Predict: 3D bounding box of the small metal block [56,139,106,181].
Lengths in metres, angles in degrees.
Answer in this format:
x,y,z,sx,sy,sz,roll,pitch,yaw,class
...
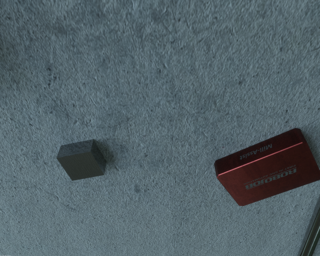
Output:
x,y,z,sx,sy,sz,roll,pitch,yaw,class
-0.111,0.047,0.446,0.050,0.025,0.050,-12,129,9,small metal block

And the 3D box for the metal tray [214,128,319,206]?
x,y,z,sx,sy,sz,roll,pitch,yaw,class
0.159,0.062,0.459,0.130,0.030,0.090,-26,126,20,metal tray

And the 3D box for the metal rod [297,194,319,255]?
x,y,z,sx,sy,sz,roll,pitch,yaw,class
0.284,0.181,0.563,0.025,0.025,0.298,-5,130,4,metal rod
